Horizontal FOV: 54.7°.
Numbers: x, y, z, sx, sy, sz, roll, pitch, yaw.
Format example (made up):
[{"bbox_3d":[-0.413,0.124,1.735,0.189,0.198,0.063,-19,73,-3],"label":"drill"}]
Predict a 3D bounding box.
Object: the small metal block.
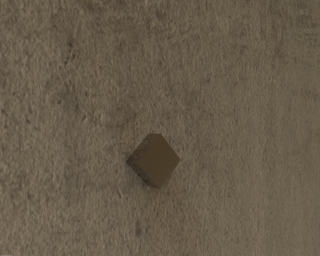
[{"bbox_3d":[-0.007,0.042,0.401,0.050,0.025,0.050,-52,121,-27],"label":"small metal block"}]
